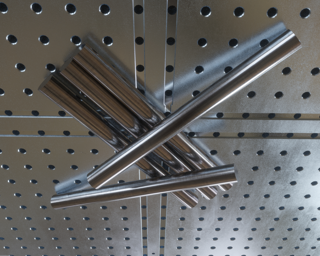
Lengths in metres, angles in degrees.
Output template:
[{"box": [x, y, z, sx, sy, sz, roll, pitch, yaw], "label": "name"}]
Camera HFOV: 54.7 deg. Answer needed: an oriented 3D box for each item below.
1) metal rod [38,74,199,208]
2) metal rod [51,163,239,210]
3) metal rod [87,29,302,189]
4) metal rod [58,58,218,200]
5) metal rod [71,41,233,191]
[{"box": [-0.041, 0.034, 0.440, 0.025, 0.025, 0.300, -32, 124, 24], "label": "metal rod"}, {"box": [-0.036, 0.091, 0.461, 0.301, 0.025, 0.025, -13, 130, 21], "label": "metal rod"}, {"box": [0.028, -0.012, 0.375, 0.300, 0.025, 0.025, -36, 122, 16], "label": "metal rod"}, {"box": [-0.012, 0.017, 0.425, 0.025, 0.025, 0.300, -32, 124, 24], "label": "metal rod"}, {"box": [0.008, 0.001, 0.413, 0.025, 0.025, 0.300, -33, 123, 24], "label": "metal rod"}]
